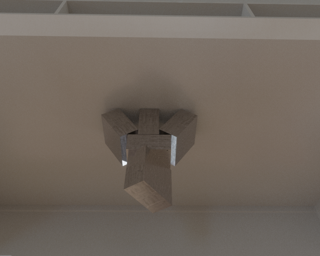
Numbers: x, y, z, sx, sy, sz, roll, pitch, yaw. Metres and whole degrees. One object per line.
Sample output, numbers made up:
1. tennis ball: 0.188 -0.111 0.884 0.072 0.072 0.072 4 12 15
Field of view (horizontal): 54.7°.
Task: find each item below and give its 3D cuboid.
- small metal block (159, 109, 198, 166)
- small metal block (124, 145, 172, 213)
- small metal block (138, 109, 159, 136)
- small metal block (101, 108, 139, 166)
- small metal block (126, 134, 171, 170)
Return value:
1. small metal block: 0.023 0.012 0.398 0.025 0.050 0.050 24 135 25
2. small metal block: -0.012 0.056 0.338 0.025 0.050 0.050 -28 125 22
3. small metal block: -0.014 0.010 0.398 0.025 0.050 0.050 1 130 -1
4. small metal block: -0.050 0.011 0.395 0.025 0.050 0.050 -23 136 -25
5. small metal block: -0.013 0.035 0.369 0.050 0.025 0.050 0 130 -1
